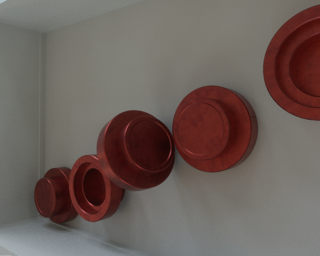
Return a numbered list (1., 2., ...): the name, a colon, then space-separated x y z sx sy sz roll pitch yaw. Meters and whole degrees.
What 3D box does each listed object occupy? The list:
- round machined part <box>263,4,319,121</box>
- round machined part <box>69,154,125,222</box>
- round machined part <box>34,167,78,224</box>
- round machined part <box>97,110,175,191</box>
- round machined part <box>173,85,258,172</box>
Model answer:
1. round machined part: 0.147 -0.055 0.274 0.098 0.042 0.097 0 90 39
2. round machined part: -0.091 0.088 0.468 0.098 0.042 0.097 0 90 39
3. round machined part: -0.185 0.119 0.545 0.098 0.042 0.097 0 90 39
4. round machined part: -0.021 0.024 0.371 0.042 0.099 0.098 -30 71 51
5. round machined part: 0.054 0.001 0.346 0.098 0.042 0.097 0 90 35
